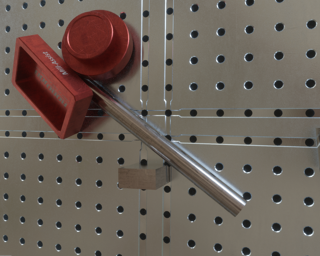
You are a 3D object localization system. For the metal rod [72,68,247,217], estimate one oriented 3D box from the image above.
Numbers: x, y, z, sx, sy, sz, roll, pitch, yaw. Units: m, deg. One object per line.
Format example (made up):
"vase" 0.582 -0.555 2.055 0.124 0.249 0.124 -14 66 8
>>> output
"metal rod" -0.016 0.010 0.417 0.300 0.025 0.025 38 102 15

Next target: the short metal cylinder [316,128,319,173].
"short metal cylinder" 0.204 0.021 0.312 0.080 0.080 0.050 -5 89 19

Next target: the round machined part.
"round machined part" -0.090 -0.118 0.423 0.098 0.042 0.098 -2 79 11

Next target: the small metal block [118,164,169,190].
"small metal block" -0.020 0.063 0.406 0.050 0.050 0.025 -1 90 19

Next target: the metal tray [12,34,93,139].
"metal tray" -0.158 -0.058 0.442 0.130 0.030 0.089 45 133 14
